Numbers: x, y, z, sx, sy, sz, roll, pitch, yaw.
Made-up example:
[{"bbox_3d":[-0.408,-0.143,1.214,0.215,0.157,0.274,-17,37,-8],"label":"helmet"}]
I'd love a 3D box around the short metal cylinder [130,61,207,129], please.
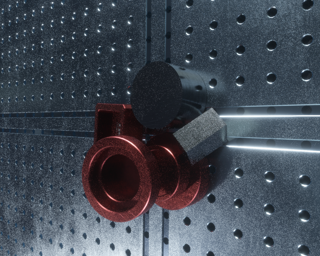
[{"bbox_3d":[0.010,-0.039,0.383,0.080,0.050,0.079,0,90,39],"label":"short metal cylinder"}]

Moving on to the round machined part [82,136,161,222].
[{"bbox_3d":[-0.042,0.058,0.368,0.098,0.042,0.097,1,92,29],"label":"round machined part"}]

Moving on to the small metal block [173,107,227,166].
[{"bbox_3d":[0.046,0.011,0.341,0.050,0.050,0.025,-34,64,-4],"label":"small metal block"}]

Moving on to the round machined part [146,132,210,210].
[{"bbox_3d":[0.009,0.054,0.388,0.098,0.042,0.097,0,90,39],"label":"round machined part"}]

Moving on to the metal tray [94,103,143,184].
[{"bbox_3d":[-0.063,0.031,0.441,0.090,0.030,0.129,8,95,54],"label":"metal tray"}]
